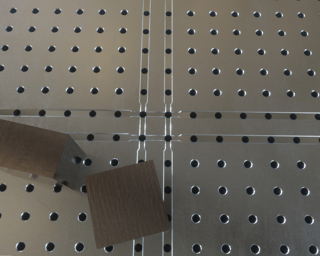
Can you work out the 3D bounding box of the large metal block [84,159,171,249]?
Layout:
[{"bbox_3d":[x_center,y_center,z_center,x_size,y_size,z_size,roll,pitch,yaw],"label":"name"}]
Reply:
[{"bbox_3d":[-0.037,0.090,0.365,0.081,0.050,0.080,-13,71,-5],"label":"large metal block"}]

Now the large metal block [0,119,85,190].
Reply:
[{"bbox_3d":[-0.144,0.034,0.368,0.080,0.080,0.050,12,71,4],"label":"large metal block"}]
